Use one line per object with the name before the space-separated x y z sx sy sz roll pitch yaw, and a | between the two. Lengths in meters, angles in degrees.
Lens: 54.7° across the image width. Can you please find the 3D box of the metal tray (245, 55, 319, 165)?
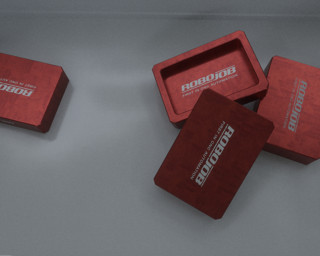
metal tray | 0.177 -0.026 0.418 0.090 0.030 0.130 19 71 7

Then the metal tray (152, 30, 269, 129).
metal tray | 0.065 -0.063 0.412 0.130 0.030 0.090 -21 71 8

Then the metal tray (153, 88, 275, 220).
metal tray | 0.063 0.030 0.370 0.090 0.030 0.129 29 94 8

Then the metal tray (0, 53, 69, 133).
metal tray | -0.204 -0.052 0.424 0.131 0.030 0.090 14 70 5
